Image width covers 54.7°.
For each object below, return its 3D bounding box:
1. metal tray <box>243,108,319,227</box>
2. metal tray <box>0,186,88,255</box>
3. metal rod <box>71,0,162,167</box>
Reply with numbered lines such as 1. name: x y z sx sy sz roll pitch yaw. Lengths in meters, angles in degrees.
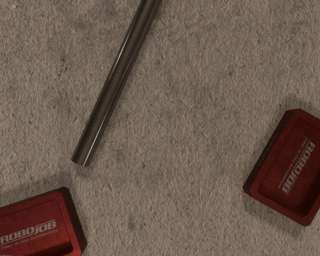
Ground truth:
1. metal tray: 0.182 0.050 0.409 0.090 0.030 0.130 30 90 -1
2. metal tray: -0.173 0.140 0.405 0.131 0.030 0.090 -18 90 -1
3. metal rod: -0.045 -0.091 0.409 0.025 0.025 0.299 24 90 -1
